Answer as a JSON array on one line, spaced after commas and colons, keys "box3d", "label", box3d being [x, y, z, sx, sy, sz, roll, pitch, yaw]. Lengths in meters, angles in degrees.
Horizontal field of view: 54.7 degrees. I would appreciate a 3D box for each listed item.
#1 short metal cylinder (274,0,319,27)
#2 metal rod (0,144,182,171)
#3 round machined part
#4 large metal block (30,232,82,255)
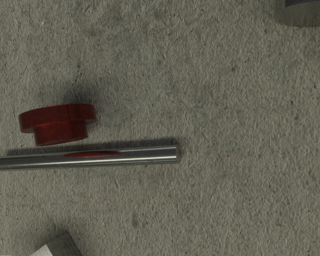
[{"box3d": [0.163, -0.142, 0.322, 0.080, 0.080, 0.050, 5, 92, 20], "label": "short metal cylinder"}, {"box3d": [-0.117, 0.046, 0.450, 0.301, 0.025, 0.025, -5, 88, 19], "label": "metal rod"}, {"box3d": [-0.135, -0.002, 0.418, 0.098, 0.098, 0.042, -12, 86, 19], "label": "round machined part"}, {"box3d": [-0.155, 0.214, 0.450, 0.080, 0.050, 0.080, -38, 78, 16], "label": "large metal block"}]
